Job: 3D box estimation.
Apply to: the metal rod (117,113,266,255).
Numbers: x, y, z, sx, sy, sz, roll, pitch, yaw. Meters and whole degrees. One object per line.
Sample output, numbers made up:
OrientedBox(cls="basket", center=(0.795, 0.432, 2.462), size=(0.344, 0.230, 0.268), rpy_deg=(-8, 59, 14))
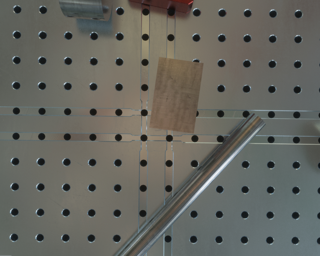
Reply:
OrientedBox(cls="metal rod", center=(0.029, 0.097, 0.413), size=(0.025, 0.025, 0.300), rpy_deg=(43, 90, 0))

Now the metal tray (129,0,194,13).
OrientedBox(cls="metal tray", center=(0.011, -0.229, 0.410), size=(0.091, 0.030, 0.129), rpy_deg=(12, 90, 0))

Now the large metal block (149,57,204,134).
OrientedBox(cls="large metal block", center=(0.018, -0.037, 0.386), size=(0.050, 0.080, 0.080), rpy_deg=(8, 90, 0))

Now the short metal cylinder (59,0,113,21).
OrientedBox(cls="short metal cylinder", center=(-0.090, -0.177, 0.385), size=(0.050, 0.080, 0.080), rpy_deg=(5, 90, 0))
